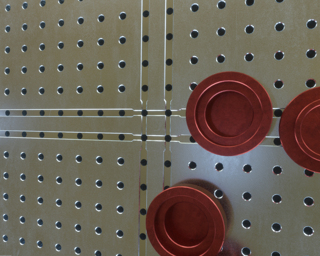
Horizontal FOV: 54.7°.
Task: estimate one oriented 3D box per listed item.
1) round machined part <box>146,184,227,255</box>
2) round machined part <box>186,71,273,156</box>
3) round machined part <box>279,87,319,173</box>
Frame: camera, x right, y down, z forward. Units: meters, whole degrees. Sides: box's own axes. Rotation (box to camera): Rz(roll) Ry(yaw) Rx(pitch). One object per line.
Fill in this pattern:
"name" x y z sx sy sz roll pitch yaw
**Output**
"round machined part" 0.035 0.119 0.391 0.098 0.042 0.097 0 90 19
"round machined part" 0.084 -0.016 0.374 0.098 0.042 0.097 0 90 19
"round machined part" 0.183 0.002 0.339 0.098 0.042 0.097 0 90 19
